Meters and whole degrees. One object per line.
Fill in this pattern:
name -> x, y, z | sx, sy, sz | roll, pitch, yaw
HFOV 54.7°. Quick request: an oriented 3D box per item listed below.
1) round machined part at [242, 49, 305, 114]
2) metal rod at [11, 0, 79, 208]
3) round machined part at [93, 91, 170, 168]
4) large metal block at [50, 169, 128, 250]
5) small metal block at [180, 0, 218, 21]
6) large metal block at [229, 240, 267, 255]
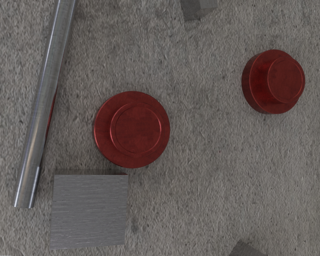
round machined part -> 0.176, -0.070, 0.465 | 0.099, 0.042, 0.097 | 0, 90, -20
metal rod -> -0.128, -0.059, 0.361 | 0.025, 0.025, 0.298 | 12, 86, -20
round machined part -> -0.032, 0.002, 0.388 | 0.099, 0.042, 0.097 | 0, 90, -20
large metal block -> -0.085, 0.091, 0.365 | 0.081, 0.050, 0.080 | 4, 89, -20
small metal block -> 0.049, -0.177, 0.414 | 0.025, 0.050, 0.050 | -13, 95, -20
large metal block -> 0.127, 0.215, 0.427 | 0.050, 0.080, 0.080 | 43, 77, -15
